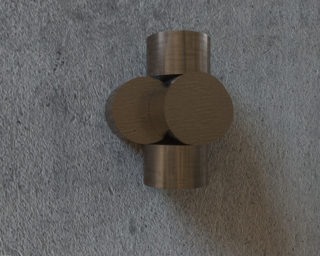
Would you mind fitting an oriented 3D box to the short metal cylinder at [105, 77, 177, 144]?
[{"bbox_3d":[-0.025,-0.021,0.388,0.081,0.050,0.079,0,90,-21],"label":"short metal cylinder"}]

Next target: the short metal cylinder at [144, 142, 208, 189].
[{"bbox_3d":[0.020,0.044,0.390,0.081,0.080,0.050,0,90,-20],"label":"short metal cylinder"}]

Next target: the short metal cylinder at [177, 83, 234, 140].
[{"bbox_3d":[0.050,-0.022,0.417,0.081,0.050,0.079,0,90,-21],"label":"short metal cylinder"}]

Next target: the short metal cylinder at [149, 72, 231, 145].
[{"bbox_3d":[0.033,-0.021,0.356,0.081,0.050,0.079,0,90,-21],"label":"short metal cylinder"}]

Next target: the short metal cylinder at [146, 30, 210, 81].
[{"bbox_3d":[0.023,-0.086,0.391,0.081,0.080,0.050,0,90,-20],"label":"short metal cylinder"}]
